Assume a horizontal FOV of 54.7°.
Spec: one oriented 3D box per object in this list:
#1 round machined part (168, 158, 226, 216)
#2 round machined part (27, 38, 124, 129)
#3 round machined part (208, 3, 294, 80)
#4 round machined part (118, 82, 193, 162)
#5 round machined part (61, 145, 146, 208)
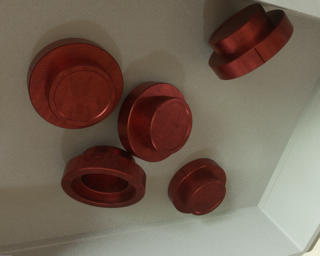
[{"bbox_3d":[0.066,0.100,0.495,0.099,0.042,0.097,-14,124,-21],"label":"round machined part"},{"bbox_3d":[-0.085,-0.041,0.326,0.099,0.042,0.097,-14,124,-21],"label":"round machined part"},{"bbox_3d":[0.095,-0.103,0.353,0.098,0.098,0.042,-42,110,1],"label":"round machined part"},{"bbox_3d":[0.001,-0.006,0.373,0.099,0.042,0.097,-13,109,-41],"label":"round machined part"},{"bbox_3d":[-0.066,0.057,0.378,0.099,0.042,0.097,1,141,1],"label":"round machined part"}]
